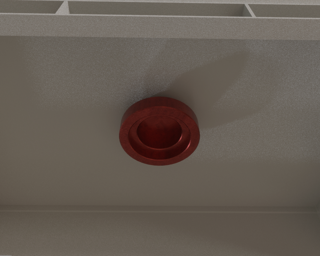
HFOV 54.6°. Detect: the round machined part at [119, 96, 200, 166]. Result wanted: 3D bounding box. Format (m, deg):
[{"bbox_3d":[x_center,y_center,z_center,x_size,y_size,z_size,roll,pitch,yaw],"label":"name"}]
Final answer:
[{"bbox_3d":[-0.001,0.000,0.393,0.099,0.042,0.097,0,130,0],"label":"round machined part"}]
